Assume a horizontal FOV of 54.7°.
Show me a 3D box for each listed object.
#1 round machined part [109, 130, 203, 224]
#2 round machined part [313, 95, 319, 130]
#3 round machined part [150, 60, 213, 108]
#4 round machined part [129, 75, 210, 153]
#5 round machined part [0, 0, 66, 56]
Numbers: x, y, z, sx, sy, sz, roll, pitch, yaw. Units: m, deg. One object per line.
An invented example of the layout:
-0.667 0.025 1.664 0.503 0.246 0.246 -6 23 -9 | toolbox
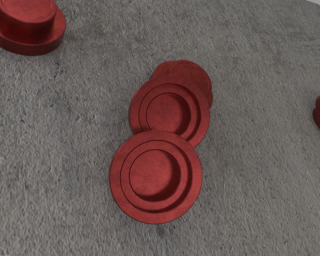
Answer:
-0.007 0.051 0.340 0.099 0.042 0.097 1 87 -12 | round machined part
0.330 -0.021 0.583 0.099 0.042 0.098 14 56 -21 | round machined part
0.036 -0.059 0.448 0.099 0.042 0.098 14 56 -21 | round machined part
0.009 -0.015 0.388 0.099 0.042 0.097 0 89 -11 | round machined part
-0.169 -0.142 0.389 0.099 0.042 0.098 14 56 -21 | round machined part
